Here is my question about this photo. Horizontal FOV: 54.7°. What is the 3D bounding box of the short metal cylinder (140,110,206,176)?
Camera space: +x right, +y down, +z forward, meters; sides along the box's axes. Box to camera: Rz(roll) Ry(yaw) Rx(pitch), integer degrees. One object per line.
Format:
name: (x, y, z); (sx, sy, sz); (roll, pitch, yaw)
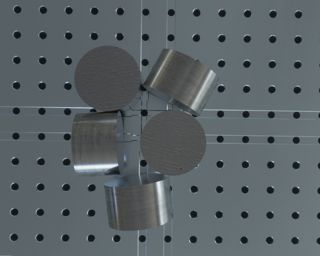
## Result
short metal cylinder: (0.016, 0.018, 0.401); (0.081, 0.050, 0.079); (0, 91, -1)

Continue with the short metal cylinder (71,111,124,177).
short metal cylinder: (-0.074, 0.020, 0.386); (0.050, 0.080, 0.080); (-2, 90, -1)

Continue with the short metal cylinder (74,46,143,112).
short metal cylinder: (-0.063, -0.060, 0.400); (0.080, 0.050, 0.079); (0, 90, 1)

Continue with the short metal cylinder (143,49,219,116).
short metal cylinder: (0.026, -0.056, 0.386); (0.080, 0.080, 0.050); (28, 89, 0)

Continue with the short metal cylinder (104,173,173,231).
short metal cylinder: (-0.026, 0.089, 0.385); (0.080, 0.080, 0.050); (-6, 91, 0)
